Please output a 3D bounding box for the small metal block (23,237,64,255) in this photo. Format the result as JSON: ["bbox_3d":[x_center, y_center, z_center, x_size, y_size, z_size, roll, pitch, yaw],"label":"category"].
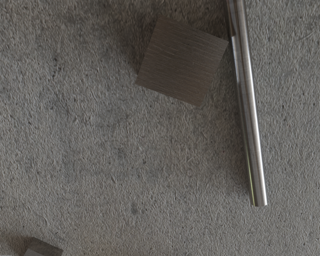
[{"bbox_3d":[-0.188,0.207,0.483,0.050,0.025,0.050,30,107,-11],"label":"small metal block"}]

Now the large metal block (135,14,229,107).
[{"bbox_3d":[0.023,-0.081,0.367,0.080,0.050,0.079,19,109,-8],"label":"large metal block"}]

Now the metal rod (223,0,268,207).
[{"bbox_3d":[0.113,-0.029,0.400,0.025,0.025,0.298,-12,110,4],"label":"metal rod"}]
